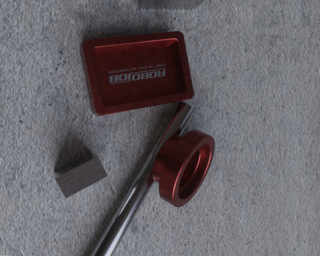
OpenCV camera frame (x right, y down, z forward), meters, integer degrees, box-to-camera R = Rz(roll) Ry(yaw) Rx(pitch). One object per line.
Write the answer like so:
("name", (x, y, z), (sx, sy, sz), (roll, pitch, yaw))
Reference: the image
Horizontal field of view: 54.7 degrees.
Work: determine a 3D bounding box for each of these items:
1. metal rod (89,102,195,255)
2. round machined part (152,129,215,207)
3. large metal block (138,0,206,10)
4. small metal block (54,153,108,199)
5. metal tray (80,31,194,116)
("metal rod", (-0.038, 0.098, 0.395), (0.025, 0.025, 0.300), (34, 79, -17))
("round machined part", (0.027, 0.046, 0.392), (0.099, 0.042, 0.097), (-41, 144, -39))
("large metal block", (0.014, -0.202, 0.401), (0.081, 0.050, 0.080), (-7, 93, -20))
("small metal block", (-0.094, 0.053, 0.361), (0.050, 0.050, 0.025), (-27, 99, -18))
("metal tray", (-0.027, -0.070, 0.396), (0.131, 0.030, 0.089), (-12, 94, -20))
